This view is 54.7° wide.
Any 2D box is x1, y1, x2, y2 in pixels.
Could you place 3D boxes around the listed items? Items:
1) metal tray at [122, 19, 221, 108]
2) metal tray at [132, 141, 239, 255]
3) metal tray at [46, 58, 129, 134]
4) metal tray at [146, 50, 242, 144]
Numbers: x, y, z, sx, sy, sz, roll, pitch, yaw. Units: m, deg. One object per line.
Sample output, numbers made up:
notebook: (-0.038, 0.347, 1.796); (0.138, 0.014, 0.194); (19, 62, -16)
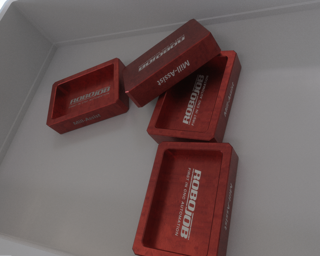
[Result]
metal tray: (0.010, -0.092, 0.429); (0.130, 0.030, 0.090); (-34, 30, 10)
metal tray: (0.030, 0.079, 0.337); (0.090, 0.030, 0.130); (0, 62, 28)
metal tray: (-0.114, -0.050, 0.493); (0.130, 0.030, 0.090); (-17, 55, 18)
metal tray: (0.046, -0.039, 0.402); (0.090, 0.030, 0.130); (5, 64, 30)
